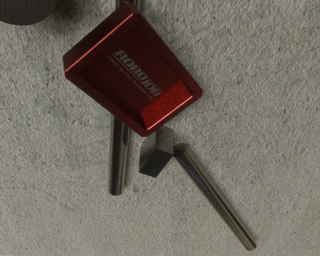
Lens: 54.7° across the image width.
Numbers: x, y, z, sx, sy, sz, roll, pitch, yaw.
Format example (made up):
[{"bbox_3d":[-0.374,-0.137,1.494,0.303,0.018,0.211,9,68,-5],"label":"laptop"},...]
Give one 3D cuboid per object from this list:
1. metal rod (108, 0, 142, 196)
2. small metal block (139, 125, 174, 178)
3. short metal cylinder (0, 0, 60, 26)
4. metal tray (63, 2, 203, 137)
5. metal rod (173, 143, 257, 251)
[{"bbox_3d":[-0.050,-0.016,0.392,0.025,0.025,0.298,6,130,-5],"label":"metal rod"},{"bbox_3d":[-0.006,0.030,0.416,0.025,0.050,0.050,21,127,-17],"label":"small metal block"},{"bbox_3d":[-0.124,-0.138,0.271,0.081,0.050,0.079,0,130,0],"label":"short metal cylinder"},{"bbox_3d":[-0.024,-0.053,0.328,0.090,0.030,0.130,-37,134,12],"label":"metal tray"},{"bbox_3d":[0.101,0.129,0.518,0.025,0.025,0.300,-24,127,18],"label":"metal rod"}]
